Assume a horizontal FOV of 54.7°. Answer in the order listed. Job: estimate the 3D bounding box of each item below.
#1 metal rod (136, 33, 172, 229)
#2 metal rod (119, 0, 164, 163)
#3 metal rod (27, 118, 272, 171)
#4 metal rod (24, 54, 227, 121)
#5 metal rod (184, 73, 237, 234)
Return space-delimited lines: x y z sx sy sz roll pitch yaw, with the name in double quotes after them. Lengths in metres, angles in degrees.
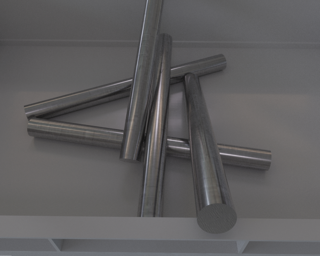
-0.001 -0.024 0.390 0.025 0.025 0.300 3 50 2 "metal rod"
-0.016 -0.103 0.401 0.025 0.025 0.299 6 72 5 "metal rod"
-0.018 0.019 0.388 0.302 0.025 0.025 8 51 6 "metal rod"
-0.040 -0.062 0.456 0.302 0.025 0.025 -17 52 -14 "metal rod"
0.042 -0.006 0.331 0.025 0.025 0.300 2 25 2 "metal rod"
